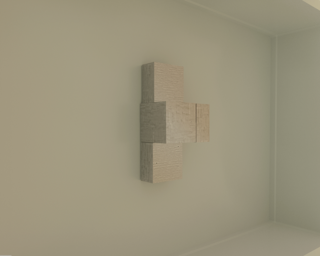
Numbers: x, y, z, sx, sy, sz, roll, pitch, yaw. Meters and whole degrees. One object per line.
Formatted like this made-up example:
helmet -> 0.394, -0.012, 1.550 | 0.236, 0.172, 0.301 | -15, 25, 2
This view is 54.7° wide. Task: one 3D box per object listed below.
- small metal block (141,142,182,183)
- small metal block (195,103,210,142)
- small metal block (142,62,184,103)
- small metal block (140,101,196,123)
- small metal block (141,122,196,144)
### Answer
small metal block -> 0.003, 0.043, 0.406 | 0.050, 0.025, 0.050 | 0, 90, -40
small metal block -> 0.040, -0.007, 0.421 | 0.025, 0.050, 0.050 | 0, 90, -40
small metal block -> 0.004, -0.057, 0.407 | 0.050, 0.025, 0.050 | 0, 90, -40
small metal block -> 0.010, -0.019, 0.396 | 0.050, 0.050, 0.025 | 0, 91, -40
small metal block -> 0.010, 0.005, 0.397 | 0.050, 0.050, 0.025 | 0, 91, -40
